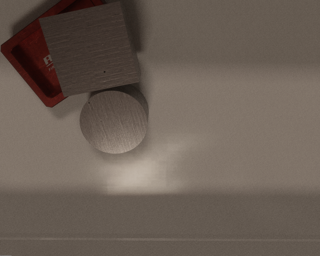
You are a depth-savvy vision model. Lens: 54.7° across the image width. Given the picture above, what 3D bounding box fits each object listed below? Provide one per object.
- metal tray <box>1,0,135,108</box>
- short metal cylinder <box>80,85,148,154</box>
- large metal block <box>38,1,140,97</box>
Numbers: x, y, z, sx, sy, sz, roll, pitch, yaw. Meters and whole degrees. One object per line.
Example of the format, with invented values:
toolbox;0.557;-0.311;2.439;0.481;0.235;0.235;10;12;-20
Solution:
metal tray;-0.108;-0.096;0.371;0.130;0.030;0.090;-32;108;10
short metal cylinder;-0.055;-0.014;0.392;0.081;0.050;0.079;0;110;-1
large metal block;-0.070;-0.085;0.333;0.080;0.050;0.079;-11;110;3
